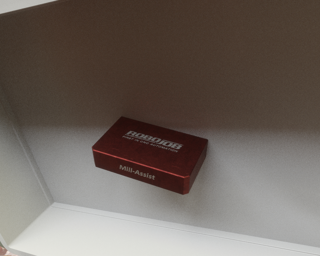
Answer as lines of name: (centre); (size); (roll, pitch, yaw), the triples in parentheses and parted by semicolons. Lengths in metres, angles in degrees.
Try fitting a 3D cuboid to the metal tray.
metal tray: (-0.010, 0.029, 0.407); (0.130, 0.090, 0.030); (14, 129, 19)
